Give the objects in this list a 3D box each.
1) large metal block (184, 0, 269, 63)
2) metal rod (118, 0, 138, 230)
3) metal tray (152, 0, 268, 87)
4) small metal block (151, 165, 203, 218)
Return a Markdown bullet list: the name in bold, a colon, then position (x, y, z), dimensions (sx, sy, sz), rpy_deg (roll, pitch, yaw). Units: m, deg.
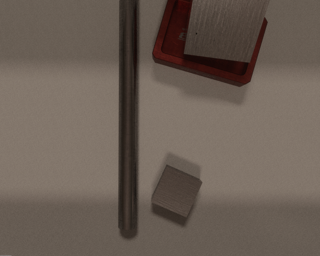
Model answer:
- **large metal block**: position (0.075, -0.130, 0.368), dimensions (0.081, 0.050, 0.079), rpy_deg (7, 128, -1)
- **metal rod**: position (-0.042, -0.018, 0.410), dimensions (0.025, 0.025, 0.298), rpy_deg (0, 90, -1)
- **metal tray**: position (0.064, -0.115, 0.409), dimensions (0.131, 0.030, 0.090), rpy_deg (16, 90, -1)
- **small metal block**: position (0.022, 0.083, 0.412), dimensions (0.050, 0.025, 0.050), rpy_deg (24, 90, -1)
